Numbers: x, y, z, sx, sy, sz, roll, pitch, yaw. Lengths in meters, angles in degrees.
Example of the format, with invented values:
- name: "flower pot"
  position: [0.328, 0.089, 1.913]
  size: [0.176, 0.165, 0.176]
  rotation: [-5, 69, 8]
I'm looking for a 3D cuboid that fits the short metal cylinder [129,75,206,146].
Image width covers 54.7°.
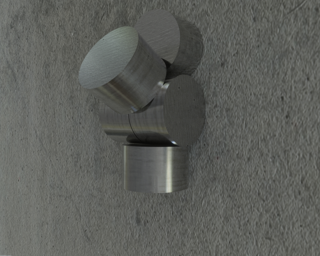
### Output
- name: "short metal cylinder"
  position: [0.010, -0.019, 0.360]
  size: [0.050, 0.081, 0.079]
  rotation: [0, 90, 40]

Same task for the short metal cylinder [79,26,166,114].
- name: "short metal cylinder"
  position: [-0.040, -0.062, 0.335]
  size: [0.080, 0.050, 0.080]
  rotation: [-21, 50, 27]

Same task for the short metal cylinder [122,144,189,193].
- name: "short metal cylinder"
  position: [-0.006, 0.045, 0.374]
  size: [0.080, 0.081, 0.050]
  rotation: [0, 90, 39]

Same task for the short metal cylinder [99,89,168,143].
- name: "short metal cylinder"
  position: [-0.029, -0.020, 0.393]
  size: [0.050, 0.081, 0.079]
  rotation: [1, 91, 39]

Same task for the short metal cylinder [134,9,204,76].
- name: "short metal cylinder"
  position: [0.007, -0.099, 0.384]
  size: [0.080, 0.050, 0.079]
  rotation: [0, 90, 39]
